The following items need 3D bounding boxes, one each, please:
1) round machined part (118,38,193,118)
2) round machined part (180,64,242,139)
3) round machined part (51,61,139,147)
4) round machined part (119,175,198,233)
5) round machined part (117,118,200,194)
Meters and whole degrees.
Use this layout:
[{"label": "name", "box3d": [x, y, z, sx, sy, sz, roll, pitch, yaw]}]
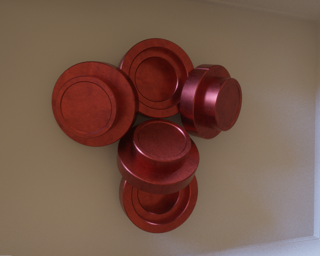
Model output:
[{"label": "round machined part", "box3d": [-0.008, -0.060, 0.396, 0.099, 0.042, 0.097, 0, 90, -20]}, {"label": "round machined part", "box3d": [0.072, -0.033, 0.402, 0.099, 0.042, 0.097, -18, 114, -47]}, {"label": "round machined part", "box3d": [-0.076, -0.025, 0.348, 0.098, 0.042, 0.097, 1, 102, 7]}, {"label": "round machined part", "box3d": [-0.004, 0.080, 0.398, 0.099, 0.042, 0.097, 0, 90, -20]}, {"label": "round machined part", "box3d": [-0.001, 0.026, 0.369, 0.099, 0.098, 0.042, -7, 137, -20]}]
